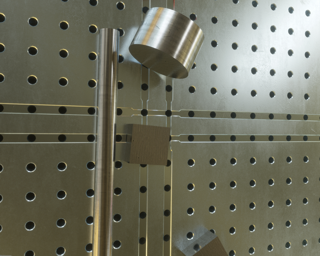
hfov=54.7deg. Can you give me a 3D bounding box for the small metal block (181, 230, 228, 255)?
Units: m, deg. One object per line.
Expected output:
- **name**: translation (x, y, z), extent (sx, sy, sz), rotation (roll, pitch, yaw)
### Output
- **small metal block**: translation (0.067, 0.184, 0.437), extent (0.050, 0.025, 0.050), rotation (-31, 100, -17)

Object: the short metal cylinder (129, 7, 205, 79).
- **short metal cylinder**: translation (0.008, -0.103, 0.386), extent (0.080, 0.080, 0.050), rotation (27, 81, -18)

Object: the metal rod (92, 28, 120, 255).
- **metal rod**: translation (-0.068, 0.028, 0.387), extent (0.025, 0.025, 0.298), rotation (2, 89, -20)

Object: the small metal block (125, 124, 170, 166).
- **small metal block**: translation (-0.017, 0.022, 0.406), extent (0.050, 0.025, 0.050), rotation (6, 88, -20)
